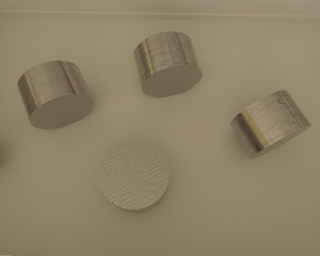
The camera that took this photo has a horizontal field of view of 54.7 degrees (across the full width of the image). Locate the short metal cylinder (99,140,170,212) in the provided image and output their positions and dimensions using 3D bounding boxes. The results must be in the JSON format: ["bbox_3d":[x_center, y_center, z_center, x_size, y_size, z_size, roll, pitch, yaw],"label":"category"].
[{"bbox_3d":[-0.029,0.060,0.374,0.081,0.050,0.080,0,70,0],"label":"short metal cylinder"}]

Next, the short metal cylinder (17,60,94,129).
[{"bbox_3d":[-0.131,-0.040,0.394,0.080,0.080,0.050,-24,72,-9],"label":"short metal cylinder"}]

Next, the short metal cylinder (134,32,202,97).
[{"bbox_3d":[0.010,-0.082,0.410,0.081,0.080,0.050,-12,71,-5],"label":"short metal cylinder"}]

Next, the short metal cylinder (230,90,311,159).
[{"bbox_3d":[0.135,-0.003,0.383,0.080,0.080,0.050,-25,72,-9],"label":"short metal cylinder"}]
